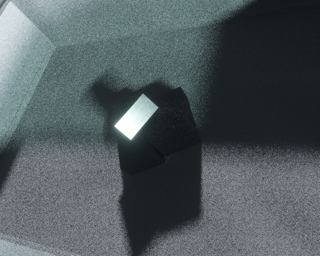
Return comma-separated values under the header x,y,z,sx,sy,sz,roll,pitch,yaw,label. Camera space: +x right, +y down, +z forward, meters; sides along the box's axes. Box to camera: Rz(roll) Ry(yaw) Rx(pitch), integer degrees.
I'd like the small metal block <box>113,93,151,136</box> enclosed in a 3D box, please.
x,y,z,sx,sy,sz,roll,pitch,yaw,label
-0.034,-0.013,0.428,0.050,0.025,0.050,-22,54,14,small metal block

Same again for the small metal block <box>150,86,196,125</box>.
x,y,z,sx,sy,sz,roll,pitch,yaw,label
0.014,-0.020,0.407,0.050,0.025,0.050,-22,54,14,small metal block

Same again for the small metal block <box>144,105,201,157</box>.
x,y,z,sx,sy,sz,roll,pitch,yaw,label
0.016,0.005,0.375,0.050,0.050,0.025,-25,53,12,small metal block

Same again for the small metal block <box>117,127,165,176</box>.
x,y,z,sx,sy,sz,roll,pitch,yaw,label
-0.026,0.027,0.399,0.050,0.025,0.050,-22,54,14,small metal block

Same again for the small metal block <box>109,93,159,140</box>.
x,y,z,sx,sy,sz,roll,pitch,yaw,label
-0.034,-0.016,0.382,0.050,0.025,0.050,-50,17,-8,small metal block
